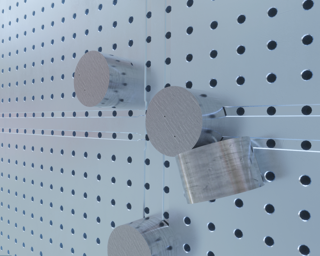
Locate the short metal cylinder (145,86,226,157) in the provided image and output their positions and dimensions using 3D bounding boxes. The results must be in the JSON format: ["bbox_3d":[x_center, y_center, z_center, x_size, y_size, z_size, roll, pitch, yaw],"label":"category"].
[{"bbox_3d":[0.030,-0.008,0.367,0.080,0.050,0.079,0,90,39],"label":"short metal cylinder"}]

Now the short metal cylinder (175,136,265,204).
[{"bbox_3d":[0.061,0.044,0.322,0.080,0.081,0.050,-23,76,37],"label":"short metal cylinder"}]

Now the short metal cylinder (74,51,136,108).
[{"bbox_3d":[-0.082,-0.070,0.459,0.080,0.050,0.079,0,90,39],"label":"short metal cylinder"}]

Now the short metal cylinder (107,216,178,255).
[{"bbox_3d":[-0.024,0.163,0.411,0.080,0.050,0.079,0,90,39],"label":"short metal cylinder"}]
